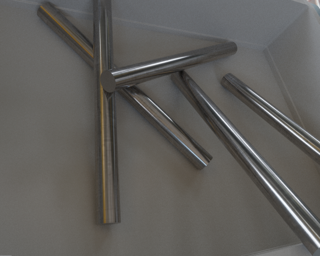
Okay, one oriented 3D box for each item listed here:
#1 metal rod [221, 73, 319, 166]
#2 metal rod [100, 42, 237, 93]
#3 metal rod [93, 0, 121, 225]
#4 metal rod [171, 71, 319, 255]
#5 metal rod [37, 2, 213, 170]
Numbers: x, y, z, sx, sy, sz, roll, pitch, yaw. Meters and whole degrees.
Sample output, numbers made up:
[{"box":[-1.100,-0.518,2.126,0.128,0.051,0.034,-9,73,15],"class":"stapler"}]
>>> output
[{"box":[0.187,0.009,0.424,0.025,0.025,0.300,-10,43,-32],"class":"metal rod"},{"box":[0.036,-0.098,0.455,0.302,0.025,0.025,-26,76,-46],"class":"metal rod"},{"box":[-0.066,-0.041,0.371,0.025,0.025,0.299,5,67,-26],"class":"metal rod"},{"box":[0.084,0.011,0.366,0.025,0.025,0.300,0,37,-28],"class":"metal rod"},{"box":[-0.047,-0.056,0.414,0.300,0.025,0.025,44,51,2],"class":"metal rod"}]
